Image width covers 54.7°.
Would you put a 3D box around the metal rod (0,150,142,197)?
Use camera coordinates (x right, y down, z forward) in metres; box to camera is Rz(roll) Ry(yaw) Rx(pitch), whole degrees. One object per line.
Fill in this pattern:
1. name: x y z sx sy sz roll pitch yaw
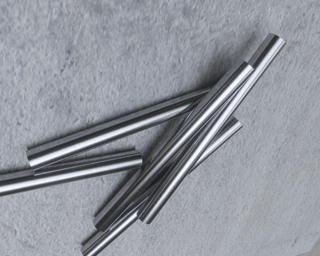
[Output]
1. metal rod: -0.165 0.063 0.356 0.303 0.025 0.025 -9 123 -24

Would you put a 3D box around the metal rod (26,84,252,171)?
1. metal rod: -0.011 -0.014 0.393 0.302 0.025 0.025 -21 127 -17

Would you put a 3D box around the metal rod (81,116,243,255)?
1. metal rod: 0.003 0.089 0.465 0.300 0.025 0.025 -41 130 0

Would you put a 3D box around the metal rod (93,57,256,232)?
1. metal rod: 0.010 0.032 0.410 0.025 0.025 0.299 30 109 -38

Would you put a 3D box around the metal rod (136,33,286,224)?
1. metal rod: 0.062 0.009 0.414 0.025 0.025 0.299 27 104 -38
